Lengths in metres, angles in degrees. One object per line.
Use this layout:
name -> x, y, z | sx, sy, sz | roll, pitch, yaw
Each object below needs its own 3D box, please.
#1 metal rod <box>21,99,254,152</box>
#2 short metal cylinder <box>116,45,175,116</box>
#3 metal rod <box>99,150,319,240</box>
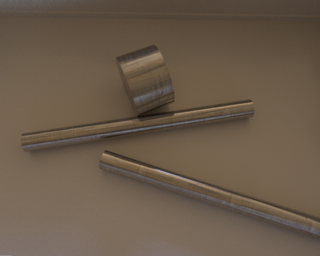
metal rod -> -0.026, -0.004, 0.410 | 0.302, 0.025, 0.025 | -9, 70, -4
short metal cylinder -> -0.020, -0.062, 0.403 | 0.050, 0.080, 0.080 | -21, 72, -8
metal rod -> 0.071, 0.083, 0.379 | 0.301, 0.025, 0.025 | 17, 71, 5
